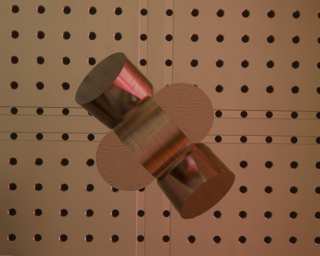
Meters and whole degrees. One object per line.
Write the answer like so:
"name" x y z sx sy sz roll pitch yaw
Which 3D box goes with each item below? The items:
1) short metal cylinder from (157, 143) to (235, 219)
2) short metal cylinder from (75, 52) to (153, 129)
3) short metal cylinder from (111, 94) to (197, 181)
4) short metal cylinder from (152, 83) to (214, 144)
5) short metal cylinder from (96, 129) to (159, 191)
"short metal cylinder" 0.044 0.065 0.379 0.080 0.080 0.050 -41 55 0
"short metal cylinder" -0.056 -0.045 0.378 0.080 0.080 0.050 -46 125 0
"short metal cylinder" -0.006 0.010 0.334 0.050 0.080 0.080 -41 91 0
"short metal cylinder" 0.025 -0.016 0.400 0.081 0.050 0.079 0 90 -1
"short metal cylinder" -0.037 0.037 0.400 0.081 0.050 0.079 0 90 -1
